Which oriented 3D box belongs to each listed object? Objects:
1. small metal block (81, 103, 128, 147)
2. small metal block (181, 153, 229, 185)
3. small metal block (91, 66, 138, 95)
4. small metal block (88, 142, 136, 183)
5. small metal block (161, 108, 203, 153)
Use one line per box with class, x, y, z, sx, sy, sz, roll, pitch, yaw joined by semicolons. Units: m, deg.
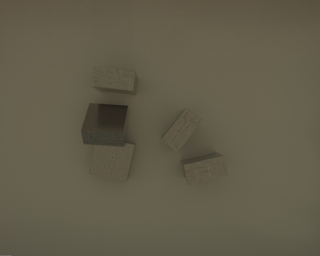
small metal block;-0.069;-0.005;0.397;0.050;0.025;0.050;4;45;-1
small metal block;0.056;0.051;0.400;0.050;0.050;0.025;-13;90;0
small metal block;-0.056;-0.060;0.398;0.050;0.050;0.025;6;90;-1
small metal block;-0.063;0.040;0.411;0.050;0.025;0.050;13;90;-1
small metal block;0.027;0.002;0.399;0.025;0.050;0.050;38;90;-1
